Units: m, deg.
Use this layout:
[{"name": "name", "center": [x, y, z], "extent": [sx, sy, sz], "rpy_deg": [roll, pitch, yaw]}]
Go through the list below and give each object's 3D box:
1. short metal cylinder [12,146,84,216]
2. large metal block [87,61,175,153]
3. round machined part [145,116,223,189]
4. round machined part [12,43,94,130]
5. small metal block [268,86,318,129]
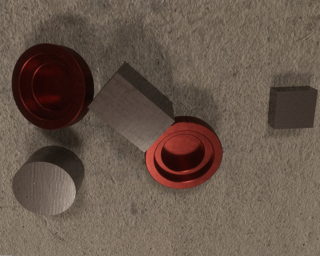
[{"name": "short metal cylinder", "center": [-0.149, 0.070, 0.420], "extent": [0.081, 0.050, 0.079], "rpy_deg": [0, 110, -1]}, {"name": "large metal block", "center": [-0.031, -0.028, 0.370], "extent": [0.080, 0.080, 0.050], "rpy_deg": [40, 105, -14]}, {"name": "round machined part", "center": [0.029, 0.028, 0.408], "extent": [0.099, 0.042, 0.097], "rpy_deg": [-2, 115, -5]}, {"name": "round machined part", "center": [-0.122, -0.049, 0.370], "extent": [0.098, 0.042, 0.097], "rpy_deg": [3, 99, 17]}, {"name": "small metal block", "center": [0.171, -0.027, 0.402], "extent": [0.050, 0.025, 0.050], "rpy_deg": [-2, 110, 0]}]
